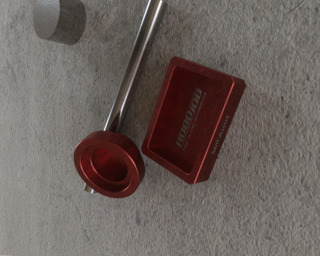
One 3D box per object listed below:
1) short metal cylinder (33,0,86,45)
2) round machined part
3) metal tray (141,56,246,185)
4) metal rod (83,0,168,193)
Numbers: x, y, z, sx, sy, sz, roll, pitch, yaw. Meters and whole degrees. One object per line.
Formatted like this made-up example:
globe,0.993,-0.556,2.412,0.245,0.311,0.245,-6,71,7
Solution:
short metal cylinder,-0.171,-0.186,0.526,0.080,0.050,0.079,0,90,39
round machined part,-0.065,0.046,0.427,0.098,0.042,0.097,11,122,18
metal tray,0.035,-0.010,0.370,0.090,0.030,0.129,30,108,35
metal rod,-0.056,-0.035,0.448,0.025,0.025,0.298,34,111,34
